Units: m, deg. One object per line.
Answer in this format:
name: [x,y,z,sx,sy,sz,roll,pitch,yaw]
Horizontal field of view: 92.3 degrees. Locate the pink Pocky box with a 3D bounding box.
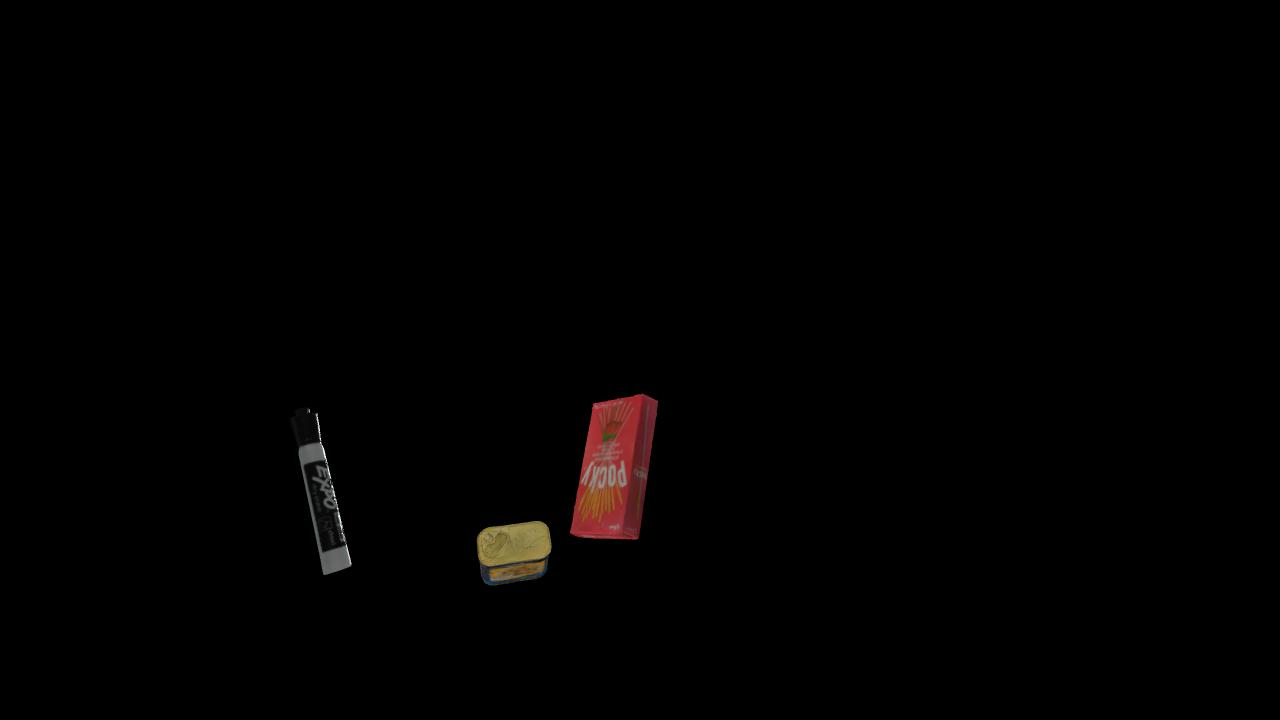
pink Pocky box: [-0.028,0.117,0.679,0.084,0.155,0.029,-14,-32,42]

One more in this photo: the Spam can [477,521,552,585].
Spam can: [-0.182,0.282,0.891,0.101,0.058,0.085,-4,-39,-14]

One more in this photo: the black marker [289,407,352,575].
black marker: [-0.233,0.093,0.447,0.020,0.121,0.020,-17,-8,-3]
